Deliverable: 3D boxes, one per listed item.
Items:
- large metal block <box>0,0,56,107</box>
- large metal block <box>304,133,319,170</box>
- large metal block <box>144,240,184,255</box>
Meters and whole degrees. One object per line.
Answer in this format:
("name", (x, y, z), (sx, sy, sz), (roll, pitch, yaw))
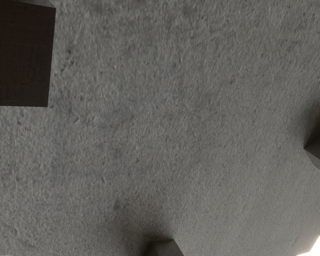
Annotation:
("large metal block", (-0.124, -0.071, 0.260), (0.050, 0.080, 0.079), (0, 119, -29))
("large metal block", (0.343, 0.044, 0.609), (0.080, 0.050, 0.080), (-46, 130, 3))
("large metal block", (0.007, 0.254, 0.534), (0.050, 0.080, 0.079), (12, 112, -34))
